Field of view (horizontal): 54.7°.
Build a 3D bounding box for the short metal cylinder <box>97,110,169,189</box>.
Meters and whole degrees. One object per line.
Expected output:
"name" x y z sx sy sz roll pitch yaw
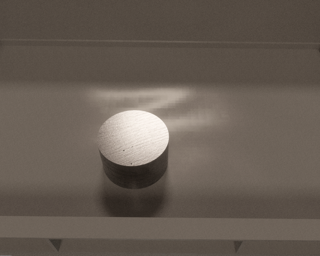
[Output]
"short metal cylinder" -0.030 0.025 0.367 0.081 0.050 0.080 0 50 0
